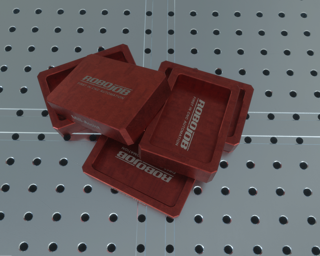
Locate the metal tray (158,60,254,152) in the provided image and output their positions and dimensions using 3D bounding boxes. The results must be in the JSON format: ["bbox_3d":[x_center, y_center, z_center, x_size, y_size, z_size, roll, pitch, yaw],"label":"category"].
[{"bbox_3d":[0.050,-0.031,0.420,0.130,0.030,0.090,18,71,7],"label":"metal tray"}]

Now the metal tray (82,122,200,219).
[{"bbox_3d":[-0.019,0.045,0.392,0.130,0.030,0.090,25,72,9],"label":"metal tray"}]

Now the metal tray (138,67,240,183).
[{"bbox_3d":[0.038,-0.009,0.379,0.090,0.030,0.130,19,60,7],"label":"metal tray"}]

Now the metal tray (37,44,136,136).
[{"bbox_3d":[-0.091,-0.054,0.428,0.131,0.030,0.090,-21,71,-7],"label":"metal tray"}]

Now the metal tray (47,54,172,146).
[{"bbox_3d":[-0.063,-0.040,0.380,0.130,0.030,0.090,20,62,30],"label":"metal tray"}]
